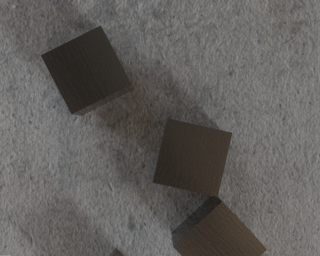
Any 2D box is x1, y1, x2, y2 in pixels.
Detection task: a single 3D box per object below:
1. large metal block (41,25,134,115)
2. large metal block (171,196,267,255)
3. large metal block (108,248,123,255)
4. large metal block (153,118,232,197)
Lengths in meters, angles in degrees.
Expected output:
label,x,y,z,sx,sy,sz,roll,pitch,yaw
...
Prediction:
label,x,y,z,sx,sy,sz,roll,pitch,yaw
large metal block,-0.089,-0.070,0.396,0.080,0.050,0.080,-27,90,0
large metal block,0.073,0.145,0.399,0.080,0.050,0.080,-43,91,0
large metal block,-0.060,0.220,0.397,0.080,0.050,0.080,-45,91,0
large metal block,0.039,0.036,0.398,0.080,0.050,0.080,13,90,-1
